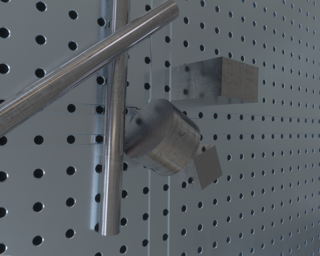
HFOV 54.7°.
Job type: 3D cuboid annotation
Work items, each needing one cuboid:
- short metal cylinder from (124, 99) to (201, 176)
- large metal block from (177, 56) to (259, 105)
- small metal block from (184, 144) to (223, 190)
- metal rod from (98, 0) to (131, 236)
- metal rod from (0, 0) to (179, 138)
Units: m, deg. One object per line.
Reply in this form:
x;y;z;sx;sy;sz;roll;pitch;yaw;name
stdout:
0.002;0.012;0.375;0.050;0.080;0.080;37;67;-34;short metal cylinder
0.082;-0.063;0.442;0.081;0.080;0.050;4;88;-40;large metal block
0.063;0.057;0.462;0.050;0.025;0.050;-27;107;-37;small metal block
-0.053;-0.028;0.364;0.025;0.025;0.298;4;88;-40;metal rod
-0.089;-0.054;0.312;0.301;0.025;0.025;-41;116;-25;metal rod
